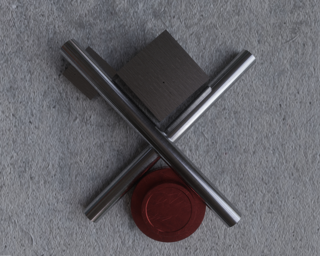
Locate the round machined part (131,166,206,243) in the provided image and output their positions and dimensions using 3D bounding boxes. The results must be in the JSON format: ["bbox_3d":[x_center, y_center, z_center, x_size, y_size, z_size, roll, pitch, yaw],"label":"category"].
[{"bbox_3d":[0.011,0.101,0.402,0.099,0.042,0.097,0,90,-1],"label":"round machined part"}]

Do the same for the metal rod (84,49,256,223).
[{"bbox_3d":[0.014,0.010,0.413,0.025,0.025,0.300,45,89,-1],"label":"metal rod"}]

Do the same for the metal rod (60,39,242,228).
[{"bbox_3d":[-0.011,0.007,0.385,0.025,0.025,0.300,-44,91,0],"label":"metal rod"}]

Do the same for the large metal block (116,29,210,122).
[{"bbox_3d":[0.004,-0.064,0.400,0.080,0.050,0.080,-42,91,0],"label":"large metal block"}]

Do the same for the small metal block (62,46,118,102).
[{"bbox_3d":[-0.090,-0.071,0.411,0.050,0.025,0.050,43,90,-1],"label":"small metal block"}]
